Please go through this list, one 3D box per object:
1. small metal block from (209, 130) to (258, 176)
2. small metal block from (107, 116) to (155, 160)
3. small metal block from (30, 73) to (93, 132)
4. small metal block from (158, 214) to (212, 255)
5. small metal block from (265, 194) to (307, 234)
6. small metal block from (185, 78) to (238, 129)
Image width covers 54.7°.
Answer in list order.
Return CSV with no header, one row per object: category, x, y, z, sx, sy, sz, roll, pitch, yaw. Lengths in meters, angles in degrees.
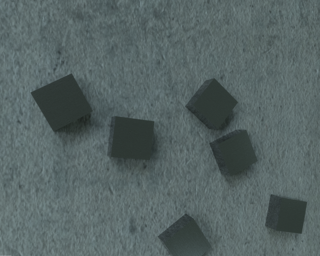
small metal block,0.107,0.035,0.450,0.050,0.025,0.050,-25,99,-19
small metal block,-0.038,0.013,0.396,0.050,0.025,0.050,7,88,-20
small metal block,-0.116,-0.030,0.367,0.050,0.025,0.050,-31,100,-18
small metal block,0.034,0.155,0.423,0.050,0.025,0.050,-35,102,-17
small metal block,0.197,0.134,0.484,0.050,0.025,0.050,13,86,-20
small metal block,0.073,-0.034,0.437,0.050,0.025,0.050,42,77,-16
